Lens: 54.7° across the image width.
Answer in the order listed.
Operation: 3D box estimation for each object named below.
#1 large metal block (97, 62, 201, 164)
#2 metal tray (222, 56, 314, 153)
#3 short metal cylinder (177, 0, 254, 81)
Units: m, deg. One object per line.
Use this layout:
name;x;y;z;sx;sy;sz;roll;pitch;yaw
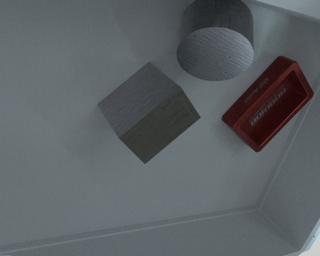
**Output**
large metal block;-0.015;-0.020;0.354;0.080;0.080;0.050;-40;130;-1
metal tray;0.168;-0.034;0.478;0.130;0.030;0.090;-48;130;5
short metal cylinder;0.061;-0.097;0.341;0.080;0.050;0.080;7;150;4
